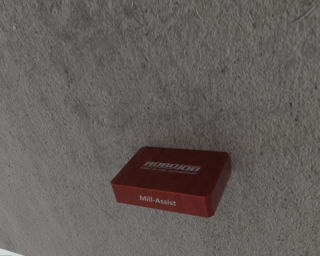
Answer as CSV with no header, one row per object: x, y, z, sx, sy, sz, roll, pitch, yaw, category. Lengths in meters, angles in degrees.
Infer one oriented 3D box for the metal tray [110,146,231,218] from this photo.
0.015,0.063,0.395,0.130,0.090,0.030,2,119,27,metal tray
